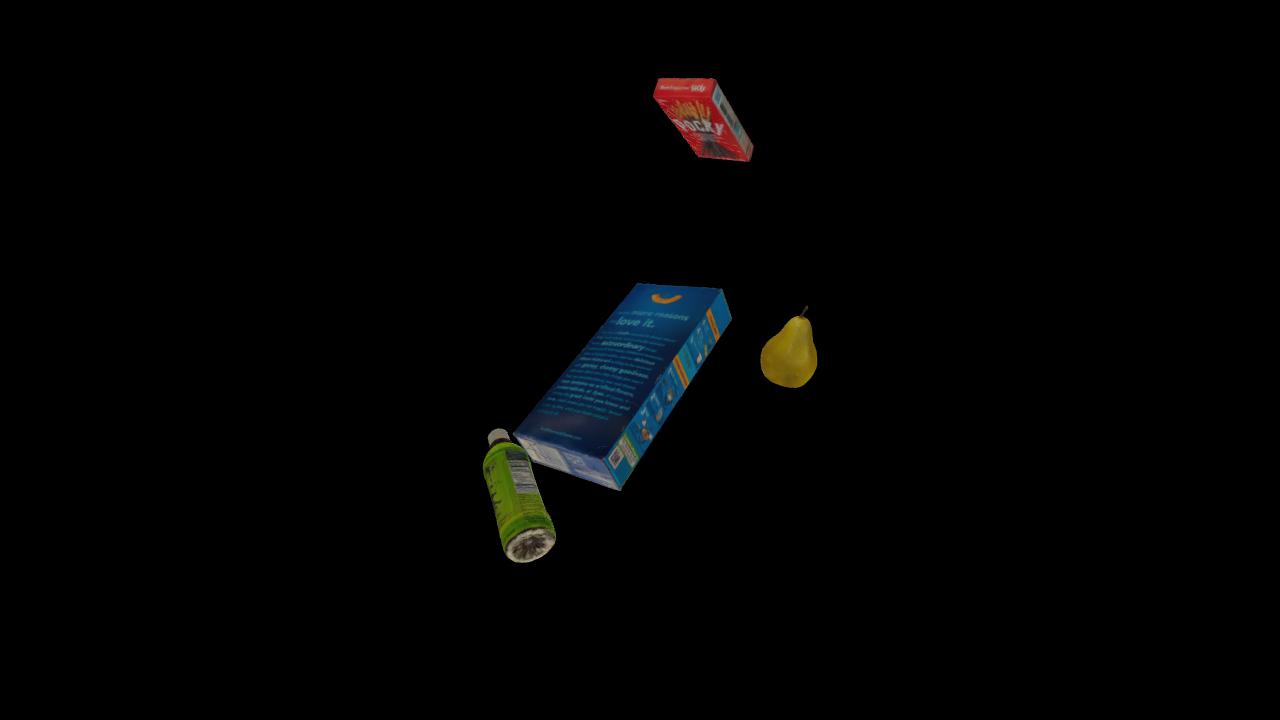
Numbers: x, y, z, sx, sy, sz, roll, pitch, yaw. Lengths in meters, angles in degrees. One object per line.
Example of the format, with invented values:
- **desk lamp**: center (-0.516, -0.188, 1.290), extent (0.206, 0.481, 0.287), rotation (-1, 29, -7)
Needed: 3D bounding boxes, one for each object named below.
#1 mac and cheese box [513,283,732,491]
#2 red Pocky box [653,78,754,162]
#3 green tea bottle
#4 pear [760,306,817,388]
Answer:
- **mac and cheese box**: center (-0.008, 0.011, 0.487), extent (0.093, 0.041, 0.184), rotation (8, 48, 38)
- **red Pocky box**: center (0.086, -0.310, 0.802), extent (0.083, 0.028, 0.155), rotation (17, -4, 31)
- **green tea bottle**: center (-0.175, 0.175, 0.852), extent (0.073, 0.073, 0.212), rotation (0, 36, -25)
- **pear**: center (0.201, -0.022, 0.810), extent (0.080, 0.111, 0.080), rotation (10, 16, -3)
